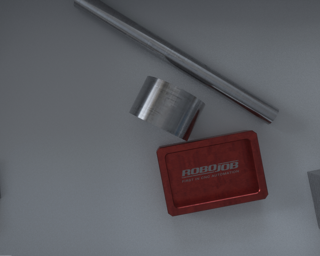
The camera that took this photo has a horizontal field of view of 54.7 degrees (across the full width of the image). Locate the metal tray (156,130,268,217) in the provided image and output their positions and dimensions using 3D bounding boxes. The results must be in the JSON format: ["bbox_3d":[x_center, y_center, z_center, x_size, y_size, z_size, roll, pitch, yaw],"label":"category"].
[{"bbox_3d":[0.067,0.058,0.409,0.131,0.030,0.089,-11,90,-1],"label":"metal tray"}]

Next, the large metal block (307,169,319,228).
[{"bbox_3d":[0.236,0.095,0.387,0.050,0.080,0.080,-12,90,0],"label":"large metal block"}]

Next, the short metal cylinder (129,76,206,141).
[{"bbox_3d":[0.009,-0.024,0.384,0.080,0.080,0.050,26,90,-1],"label":"short metal cylinder"}]

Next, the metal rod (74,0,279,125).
[{"bbox_3d":[0.022,-0.093,0.411,0.301,0.025,0.025,31,90,-1],"label":"metal rod"}]
